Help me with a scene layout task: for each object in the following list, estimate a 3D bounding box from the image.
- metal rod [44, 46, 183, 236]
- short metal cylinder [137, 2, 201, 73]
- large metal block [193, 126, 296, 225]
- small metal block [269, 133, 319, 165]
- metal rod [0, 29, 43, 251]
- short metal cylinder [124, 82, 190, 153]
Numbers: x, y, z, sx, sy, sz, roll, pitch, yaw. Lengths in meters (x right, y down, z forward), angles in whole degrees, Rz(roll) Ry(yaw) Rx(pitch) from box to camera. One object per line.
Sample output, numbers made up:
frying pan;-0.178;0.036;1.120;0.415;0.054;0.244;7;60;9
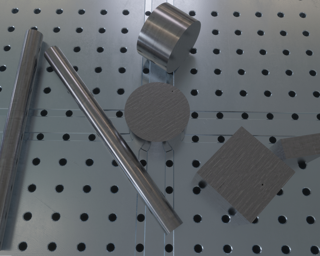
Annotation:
metal rod;-0.070;0.005;0.409;0.025;0.025;0.300;-34;74;-12
short metal cylinder;0.013;-0.123;0.428;0.050;0.080;0.080;35;74;12
large metal block;0.099;0.059;0.378;0.080;0.050;0.080;43;75;14
small metal block;0.170;0.029;0.389;0.050;0.050;0.025;-8;71;-3
metal rod;-0.192;0.001;0.409;0.025;0.025;0.299;2;70;1
short metal cylinder;-0.003;-0.013;0.403;0.081;0.050;0.080;0;70;0
